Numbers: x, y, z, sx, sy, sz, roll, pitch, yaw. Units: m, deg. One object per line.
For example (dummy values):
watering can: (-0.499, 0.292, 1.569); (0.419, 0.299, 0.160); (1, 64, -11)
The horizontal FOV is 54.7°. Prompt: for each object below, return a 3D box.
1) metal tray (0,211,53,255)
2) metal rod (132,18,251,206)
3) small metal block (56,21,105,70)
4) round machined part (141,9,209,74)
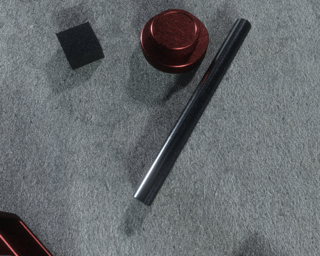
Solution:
metal tray: (-0.139, 0.142, 0.319); (0.130, 0.090, 0.030); (42, 75, 13)
metal rod: (0.051, -0.033, 0.420); (0.025, 0.025, 0.300); (28, 72, 9)
small metal block: (-0.116, -0.120, 0.450); (0.050, 0.025, 0.050); (-25, 72, -9)
round machined part: (0.022, -0.131, 0.447); (0.099, 0.042, 0.098); (0, 70, -1)
